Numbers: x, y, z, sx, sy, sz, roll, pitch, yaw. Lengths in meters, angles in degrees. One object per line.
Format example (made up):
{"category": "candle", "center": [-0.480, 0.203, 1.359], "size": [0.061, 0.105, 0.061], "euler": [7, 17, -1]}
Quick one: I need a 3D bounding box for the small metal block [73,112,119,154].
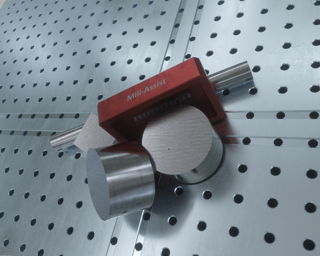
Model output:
{"category": "small metal block", "center": [-0.081, 0.014, 0.421], "size": [0.050, 0.025, 0.050], "euler": [33, 96, 19]}

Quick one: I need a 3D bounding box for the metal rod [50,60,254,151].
{"category": "metal rod", "center": [-0.023, -0.025, 0.431], "size": [0.301, 0.025, 0.025], "euler": [-19, 54, 16]}

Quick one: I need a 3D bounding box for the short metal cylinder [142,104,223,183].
{"category": "short metal cylinder", "center": [0.027, 0.019, 0.355], "size": [0.080, 0.050, 0.080], "euler": [-8, 67, 21]}

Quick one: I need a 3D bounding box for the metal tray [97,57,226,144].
{"category": "metal tray", "center": [0.004, -0.021, 0.373], "size": [0.130, 0.090, 0.030], "euler": [-24, 53, 13]}

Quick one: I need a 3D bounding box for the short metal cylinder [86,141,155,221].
{"category": "short metal cylinder", "center": [-0.047, 0.058, 0.348], "size": [0.050, 0.079, 0.080], "euler": [-9, 45, -28]}
